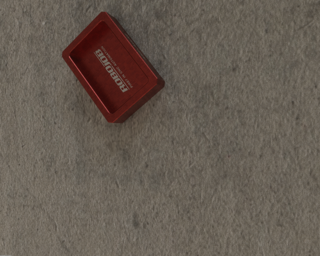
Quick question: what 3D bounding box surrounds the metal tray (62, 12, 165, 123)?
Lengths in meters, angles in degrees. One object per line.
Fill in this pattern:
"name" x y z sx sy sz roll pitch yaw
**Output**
"metal tray" -0.066 -0.082 0.430 0.090 0.030 0.130 -40 78 15
